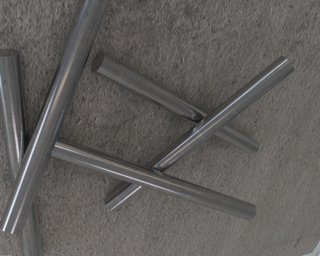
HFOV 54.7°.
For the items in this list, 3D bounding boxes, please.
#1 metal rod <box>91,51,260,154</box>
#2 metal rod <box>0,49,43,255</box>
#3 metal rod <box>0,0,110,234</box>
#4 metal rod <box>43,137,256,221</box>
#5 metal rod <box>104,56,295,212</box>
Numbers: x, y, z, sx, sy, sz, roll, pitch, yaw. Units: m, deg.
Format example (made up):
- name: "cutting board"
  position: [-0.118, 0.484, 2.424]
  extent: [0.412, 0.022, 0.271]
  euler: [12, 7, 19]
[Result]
- name: "metal rod"
  position: [0.043, -0.019, 0.418]
  extent: [0.302, 0.025, 0.025]
  euler: [25, 105, -37]
- name: "metal rod"
  position: [-0.158, 0.060, 0.357]
  extent: [0.025, 0.025, 0.298]
  euler: [-7, 122, -25]
- name: "metal rod"
  position: [-0.104, -0.025, 0.313]
  extent: [0.025, 0.025, 0.298]
  euler: [16, 104, -35]
- name: "metal rod"
  position: [0.001, 0.070, 0.400]
  extent: [0.302, 0.025, 0.025]
  euler: [22, 107, -20]
- name: "metal rod"
  position: [0.044, 0.014, 0.410]
  extent: [0.300, 0.025, 0.025]
  euler: [-39, 130, 10]
